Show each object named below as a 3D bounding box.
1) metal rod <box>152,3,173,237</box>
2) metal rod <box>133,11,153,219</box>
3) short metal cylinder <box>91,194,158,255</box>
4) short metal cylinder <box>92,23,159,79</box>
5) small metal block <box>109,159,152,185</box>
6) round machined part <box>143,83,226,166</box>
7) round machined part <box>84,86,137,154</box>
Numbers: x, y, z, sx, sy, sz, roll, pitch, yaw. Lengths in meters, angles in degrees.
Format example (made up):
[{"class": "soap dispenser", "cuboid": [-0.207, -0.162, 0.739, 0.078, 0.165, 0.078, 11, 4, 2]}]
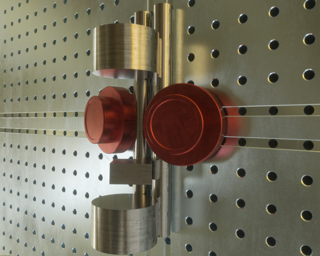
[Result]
[{"class": "metal rod", "cuboid": [0.003, -0.010, 0.406, 0.025, 0.025, 0.298, 1, 91, 40]}, {"class": "metal rod", "cuboid": [-0.024, -0.008, 0.429, 0.025, 0.025, 0.298, 1, 91, 40]}, {"class": "short metal cylinder", "cuboid": [-0.043, 0.115, 0.381, 0.080, 0.081, 0.050, 1, 91, 40]}, {"class": "short metal cylinder", "cuboid": [-0.041, -0.090, 0.379, 0.080, 0.081, 0.050, 1, 91, 40]}, {"class": "small metal block", "cuboid": [-0.035, 0.054, 0.392, 0.050, 0.050, 0.025, 1, 91, -2]}, {"class": "round machined part", "cuboid": [0.024, -0.004, 0.361, 0.098, 0.042, 0.097, 0, 90, 25]}, {"class": "round machined part", "cuboid": [-0.077, -0.011, 0.446, 0.098, 0.042, 0.097, 0, 90, 54]}]
